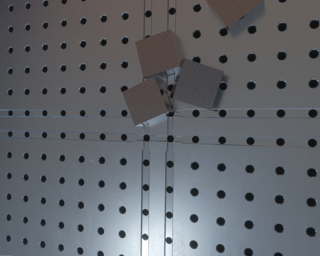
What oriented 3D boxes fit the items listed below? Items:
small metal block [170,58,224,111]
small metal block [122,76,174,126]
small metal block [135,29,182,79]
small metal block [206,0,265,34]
[{"bbox_3d":[0.045,-0.054,0.386,0.050,0.025,0.050,16,96,-9],"label":"small metal block"},{"bbox_3d":[-0.016,-0.035,0.419,0.050,0.025,0.050,-23,82,18],"label":"small metal block"},{"bbox_3d":[0.000,-0.096,0.413,0.050,0.025,0.050,-14,85,19],"label":"small metal block"},{"bbox_3d":[0.092,-0.154,0.380,0.050,0.025,0.050,-37,78,16],"label":"small metal block"}]
